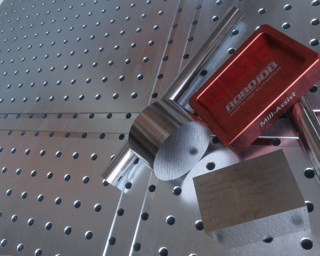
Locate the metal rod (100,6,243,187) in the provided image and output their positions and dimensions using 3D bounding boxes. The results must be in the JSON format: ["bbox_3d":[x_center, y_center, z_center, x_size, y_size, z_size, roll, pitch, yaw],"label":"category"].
[{"bbox_3d":[0.022,-0.050,0.426,0.025,0.025,0.300,29,77,37],"label":"metal rod"}]

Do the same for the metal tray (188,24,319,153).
[{"bbox_3d":[0.105,-0.046,0.354,0.130,0.030,0.090,-46,45,12],"label":"metal tray"}]

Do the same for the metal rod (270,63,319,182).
[{"bbox_3d":[0.165,0.050,0.291,0.025,0.025,0.299,-21,54,15],"label":"metal rod"}]

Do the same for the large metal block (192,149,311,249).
[{"bbox_3d":[0.086,0.070,0.285,0.080,0.080,0.050,-21,54,15],"label":"large metal block"}]

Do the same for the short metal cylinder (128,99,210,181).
[{"bbox_3d":[0.011,0.014,0.358,0.080,0.080,0.050,-46,51,-4],"label":"short metal cylinder"}]
